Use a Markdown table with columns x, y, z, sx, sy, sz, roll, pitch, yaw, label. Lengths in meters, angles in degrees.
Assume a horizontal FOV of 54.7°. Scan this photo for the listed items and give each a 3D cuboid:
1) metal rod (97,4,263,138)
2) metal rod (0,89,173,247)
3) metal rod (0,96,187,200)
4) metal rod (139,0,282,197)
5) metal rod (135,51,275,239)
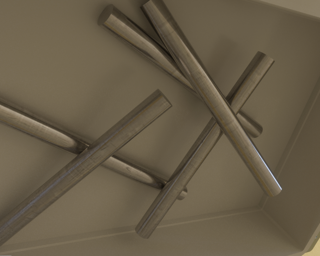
| x | y | z | sx | sy | sz | roll | pitch | yaw | label |
| --- | --- | --- | --- | --- | --- | --- | --- | --- | --- |
| 0.049 | -0.054 | 0.401 | 0.301 | 0.025 | 0.025 | 30 | 102 | -38 | metal rod |
| -0.110 | 0.060 | 0.358 | 0.300 | 0.025 | 0.025 | -39 | 130 | 9 | metal rod |
| -0.067 | 0.040 | 0.396 | 0.301 | 0.025 | 0.025 | 32 | 101 | -38 | metal rod |
| 0.073 | -0.023 | 0.378 | 0.025 | 0.025 | 0.300 | -39 | 112 | -2 | metal rod |
| 0.054 | 0.032 | 0.423 | 0.025 | 0.025 | 0.299 | 24 | 105 | -37 | metal rod |
